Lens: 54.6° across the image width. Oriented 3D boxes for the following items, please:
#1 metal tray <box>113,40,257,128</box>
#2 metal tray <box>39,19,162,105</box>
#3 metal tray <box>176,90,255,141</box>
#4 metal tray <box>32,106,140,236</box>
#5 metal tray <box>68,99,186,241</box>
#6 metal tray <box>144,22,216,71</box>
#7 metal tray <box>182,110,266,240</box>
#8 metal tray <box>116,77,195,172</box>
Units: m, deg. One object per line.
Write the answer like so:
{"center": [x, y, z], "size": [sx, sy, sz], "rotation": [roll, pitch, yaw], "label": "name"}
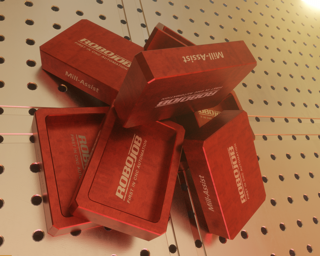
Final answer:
{"center": [0.025, -0.046, 0.325], "size": [0.131, 0.090, 0.030], "rotation": [-14, 69, -29], "label": "metal tray"}
{"center": [-0.071, -0.083, 0.395], "size": [0.130, 0.030, 0.090], "rotation": [29, 51, 10], "label": "metal tray"}
{"center": [0.073, -0.020, 0.432], "size": [0.131, 0.030, 0.090], "rotation": [6, 58, -45], "label": "metal tray"}
{"center": [-0.082, 0.040, 0.337], "size": [0.091, 0.030, 0.130], "rotation": [-4, 63, -31], "label": "metal tray"}
{"center": [-0.028, 0.040, 0.326], "size": [0.090, 0.030, 0.130], "rotation": [24, 53, -13], "label": "metal tray"}
{"center": [0.028, -0.112, 0.444], "size": [0.090, 0.030, 0.130], "rotation": [29, 19, -9], "label": "metal tray"}
{"center": [0.082, 0.054, 0.373], "size": [0.091, 0.030, 0.129], "rotation": [-33, 113, -37], "label": "metal tray"}
{"center": [-0.008, -0.007, 0.404], "size": [0.091, 0.030, 0.130], "rotation": [-4, 61, -32], "label": "metal tray"}
